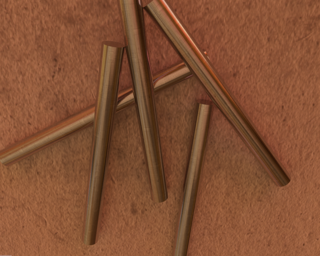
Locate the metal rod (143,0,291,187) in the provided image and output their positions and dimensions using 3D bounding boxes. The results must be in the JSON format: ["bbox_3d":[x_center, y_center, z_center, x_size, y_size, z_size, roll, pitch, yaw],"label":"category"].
[{"bbox_3d":[0.083,-0.030,0.380,0.025,0.025,0.300,-36,114,12],"label":"metal rod"}]

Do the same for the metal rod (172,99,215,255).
[{"bbox_3d":[0.042,0.106,0.449,0.025,0.025,0.298,6,110,-3],"label":"metal rod"}]

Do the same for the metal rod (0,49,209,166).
[{"bbox_3d":[-0.076,-0.022,0.400,0.301,0.025,0.025,-25,109,8],"label":"metal rod"}]

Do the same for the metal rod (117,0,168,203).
[{"bbox_3d":[-0.017,-0.029,0.373,0.025,0.025,0.298,-7,120,2],"label":"metal rod"}]

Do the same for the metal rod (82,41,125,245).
[{"bbox_3d":[-0.078,0.039,0.403,0.025,0.025,0.298,10,117,-4],"label":"metal rod"}]
